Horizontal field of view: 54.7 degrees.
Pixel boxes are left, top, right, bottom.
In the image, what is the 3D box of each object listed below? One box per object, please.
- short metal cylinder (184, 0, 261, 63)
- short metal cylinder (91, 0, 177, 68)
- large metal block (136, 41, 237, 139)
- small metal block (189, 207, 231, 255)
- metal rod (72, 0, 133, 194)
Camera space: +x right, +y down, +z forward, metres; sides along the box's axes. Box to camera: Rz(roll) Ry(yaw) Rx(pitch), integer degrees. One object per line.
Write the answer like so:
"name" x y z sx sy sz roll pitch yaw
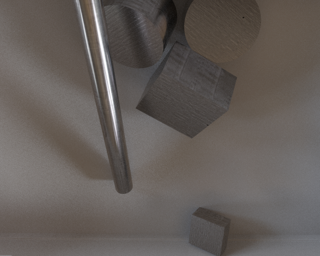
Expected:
"short metal cylinder" 0.067 -0.120 0.350 0.081 0.050 0.079 1 117 2
"short metal cylinder" -0.027 -0.112 0.335 0.080 0.050 0.080 15 148 10
"large metal block" 0.029 -0.041 0.362 0.080 0.050 0.080 28 147 -11
"small metal block" 0.073 0.152 0.455 0.050 0.025 0.050 15 111 29
"metal rod" -0.056 -0.022 0.339 0.025 0.025 0.298 -2 135 0
